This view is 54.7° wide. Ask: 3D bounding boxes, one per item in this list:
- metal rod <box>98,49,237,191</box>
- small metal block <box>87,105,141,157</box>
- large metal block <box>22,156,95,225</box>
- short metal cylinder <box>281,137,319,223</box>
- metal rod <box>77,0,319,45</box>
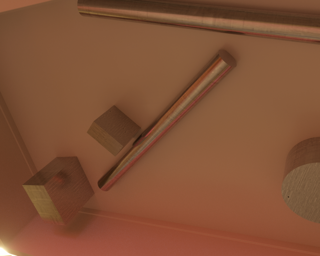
[{"bbox_3d":[-0.010,0.010,0.418,0.025,0.025,0.298,43,129,-2],"label":"metal rod"},{"bbox_3d":[-0.062,0.003,0.425,0.050,0.050,0.025,40,129,0],"label":"small metal block"},{"bbox_3d":[-0.168,0.104,0.523,0.050,0.080,0.080,-5,116,30],"label":"large metal block"},{"bbox_3d":[0.177,0.056,0.334,0.080,0.050,0.079,13,124,20],"label":"short metal cylinder"},{"bbox_3d":[0.048,-0.111,0.313,0.301,0.025,0.025,14,124,20],"label":"metal rod"}]
